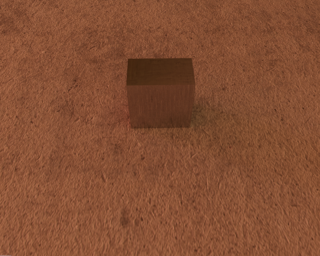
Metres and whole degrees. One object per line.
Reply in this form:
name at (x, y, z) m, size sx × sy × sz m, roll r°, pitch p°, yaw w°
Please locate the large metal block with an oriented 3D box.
large metal block at (0.000, -0.044, 0.406) m, size 0.081 × 0.080 × 0.050 m, roll -1°, pitch 50°, yaw -1°
